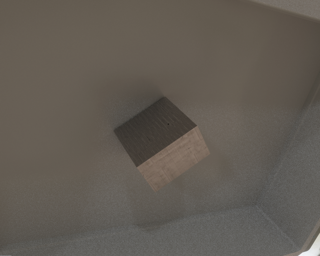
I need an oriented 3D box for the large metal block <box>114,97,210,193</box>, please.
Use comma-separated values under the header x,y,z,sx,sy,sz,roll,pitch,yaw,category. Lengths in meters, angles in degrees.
x,y,z,sx,sy,sz,roll,pitch,yaw,category
0.001,0.017,0.382,0.080,0.080,0.050,-34,129,-6,large metal block
